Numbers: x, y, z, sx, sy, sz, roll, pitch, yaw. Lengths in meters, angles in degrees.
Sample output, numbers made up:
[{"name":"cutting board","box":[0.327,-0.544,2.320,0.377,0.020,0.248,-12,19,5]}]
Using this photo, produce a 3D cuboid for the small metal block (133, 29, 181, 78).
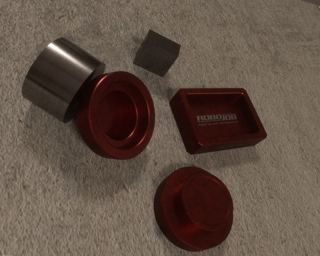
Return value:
[{"name":"small metal block","box":[-0.005,-0.108,0.452,0.050,0.050,0.025,23,53,-15]}]

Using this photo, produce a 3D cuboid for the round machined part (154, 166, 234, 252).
[{"name":"round machined part","box":[0.046,0.090,0.364,0.099,0.042,0.098,14,56,-21]}]

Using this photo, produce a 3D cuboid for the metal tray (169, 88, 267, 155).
[{"name":"metal tray","box":[0.087,-0.014,0.457,0.131,0.030,0.090,-5,64,-31]}]

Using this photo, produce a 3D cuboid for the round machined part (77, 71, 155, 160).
[{"name":"round machined part","box":[-0.053,-0.014,0.355,0.099,0.042,0.097,2,88,-50]}]

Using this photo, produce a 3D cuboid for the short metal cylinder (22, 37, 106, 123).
[{"name":"short metal cylinder","box":[-0.105,-0.052,0.344,0.050,0.080,0.080,34,51,-4]}]
